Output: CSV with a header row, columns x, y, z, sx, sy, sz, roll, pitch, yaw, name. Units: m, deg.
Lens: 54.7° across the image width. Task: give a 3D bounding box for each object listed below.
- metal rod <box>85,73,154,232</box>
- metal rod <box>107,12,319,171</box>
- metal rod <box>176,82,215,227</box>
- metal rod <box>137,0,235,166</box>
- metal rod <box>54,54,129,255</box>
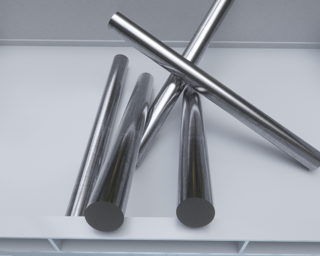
x,y,z,sx,sy,sz,roll,pitch,yaw,name
-0.028,-0.008,0.332,0.025,0.025,0.300,2,25,2,metal rod
0.067,-0.045,0.376,0.301,0.025,0.025,35,56,1,metal rod
0.035,-0.010,0.335,0.025,0.025,0.301,4,26,3,metal rod
0.037,-0.086,0.407,0.025,0.025,0.300,25,76,20,metal rod
-0.076,0.007,0.398,0.025,0.025,0.300,4,50,3,metal rod
